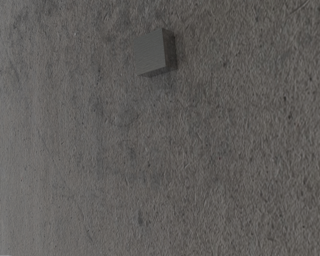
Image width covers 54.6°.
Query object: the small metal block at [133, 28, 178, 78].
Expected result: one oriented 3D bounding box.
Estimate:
[{"bbox_3d":[-0.006,-0.098,0.411,0.050,0.025,0.050,-9,84,39],"label":"small metal block"}]
